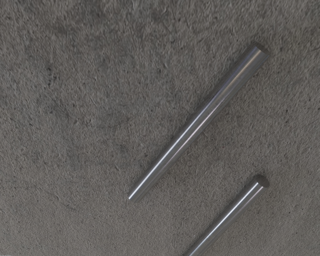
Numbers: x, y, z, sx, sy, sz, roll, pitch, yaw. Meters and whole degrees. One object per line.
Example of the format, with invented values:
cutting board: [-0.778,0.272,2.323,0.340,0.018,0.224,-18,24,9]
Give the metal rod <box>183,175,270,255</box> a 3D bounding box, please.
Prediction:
metal rod: [0.103,0.188,0.567,0.025,0.025,0.298,17,128,-14]

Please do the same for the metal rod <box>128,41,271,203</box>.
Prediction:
metal rod: [0.035,0.012,0.417,0.025,0.025,0.298,24,126,-19]
